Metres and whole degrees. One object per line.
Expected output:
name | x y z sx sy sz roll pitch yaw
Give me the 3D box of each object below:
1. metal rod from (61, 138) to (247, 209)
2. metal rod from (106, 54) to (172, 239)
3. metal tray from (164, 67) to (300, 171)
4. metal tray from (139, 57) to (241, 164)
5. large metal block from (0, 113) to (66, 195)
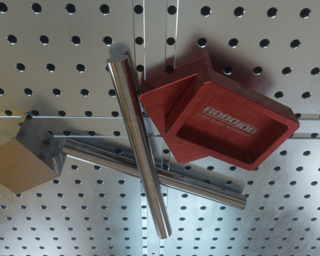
metal rod | 0.002 0.074 0.475 0.302 0.025 0.025 20 127 -17
metal rod | -0.020 0.046 0.424 0.025 0.025 0.298 -9 122 6
metal tray | 0.082 -0.005 0.365 0.131 0.030 0.089 21 126 -19
metal tray | 0.042 -0.016 0.396 0.090 0.030 0.130 -19 128 15
large metal block | -0.189 0.038 0.425 0.080 0.050 0.080 -24 127 18
